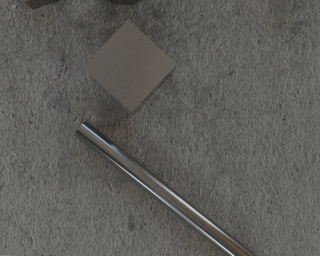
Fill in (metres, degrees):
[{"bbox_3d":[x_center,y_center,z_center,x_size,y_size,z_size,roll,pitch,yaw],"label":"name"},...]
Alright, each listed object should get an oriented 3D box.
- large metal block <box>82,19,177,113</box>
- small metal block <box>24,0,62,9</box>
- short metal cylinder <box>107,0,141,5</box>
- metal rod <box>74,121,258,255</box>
[{"bbox_3d":[-0.036,-0.075,0.397,0.080,0.050,0.080,42,90,-1],"label":"large metal block"},{"bbox_3d":[-0.157,-0.192,0.408,0.050,0.025,0.050,-18,90,-1],"label":"small metal block"},{"bbox_3d":[-0.049,-0.207,0.397,0.081,0.050,0.079,0,90,-1],"label":"short metal cylinder"},{"bbox_3d":[0.013,0.093,0.410,0.300,0.025,0.025,38,90,-1],"label":"metal rod"}]
